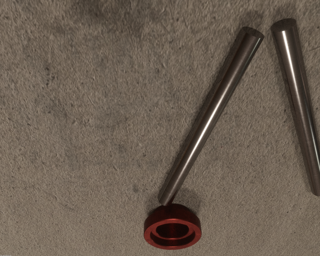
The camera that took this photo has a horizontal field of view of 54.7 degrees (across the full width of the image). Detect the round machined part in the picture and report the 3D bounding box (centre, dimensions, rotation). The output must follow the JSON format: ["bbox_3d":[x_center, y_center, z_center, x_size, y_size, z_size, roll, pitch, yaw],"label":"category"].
[{"bbox_3d":[0.021,0.169,0.540,0.099,0.042,0.097,-1,130,0],"label":"round machined part"}]

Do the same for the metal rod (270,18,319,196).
[{"bbox_3d":[0.191,-0.004,0.407,0.025,0.025,0.299,-20,128,16],"label":"metal rod"}]

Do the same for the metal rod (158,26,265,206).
[{"bbox_3d":[0.053,0.009,0.415,0.025,0.025,0.298,13,129,-12],"label":"metal rod"}]
